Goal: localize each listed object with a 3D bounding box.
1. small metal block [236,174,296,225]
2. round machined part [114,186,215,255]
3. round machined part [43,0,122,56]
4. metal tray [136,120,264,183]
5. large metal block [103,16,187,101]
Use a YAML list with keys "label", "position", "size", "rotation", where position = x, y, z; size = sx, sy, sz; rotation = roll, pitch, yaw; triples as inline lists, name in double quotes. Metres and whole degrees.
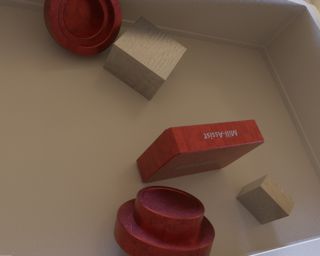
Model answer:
- label: "small metal block"
  position: [0.138, 0.095, 0.408]
  size: [0.050, 0.050, 0.025]
  rotation: [46, 51, 3]
- label: "round machined part"
  position: [0.007, 0.091, 0.308]
  size: [0.099, 0.098, 0.042]
  rotation: [7, 103, -25]
- label: "round machined part"
  position: [-0.104, -0.148, 0.407]
  size: [0.099, 0.097, 0.042]
  rotation: [-14, 31, -34]
- label: "metal tray"
  position: [0.048, 0.028, 0.374]
  size: [0.131, 0.090, 0.030]
  rotation: [-5, 65, -31]
- label: "large metal block"
  position: [-0.020, -0.100, 0.441]
  size: [0.080, 0.050, 0.080]
  rotation: [35, 51, -6]
